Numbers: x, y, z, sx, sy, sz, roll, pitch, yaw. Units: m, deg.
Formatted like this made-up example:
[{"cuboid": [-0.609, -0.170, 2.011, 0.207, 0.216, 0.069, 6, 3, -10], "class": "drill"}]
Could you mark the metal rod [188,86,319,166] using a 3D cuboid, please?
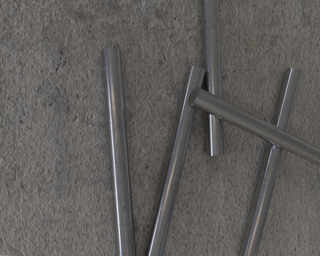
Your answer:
[{"cuboid": [0.174, 0.015, 0.445, 0.302, 0.025, 0.025, 23, 82, -19], "class": "metal rod"}]

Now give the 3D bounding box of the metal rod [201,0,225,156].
[{"cuboid": [0.073, -0.111, 0.435, 0.025, 0.025, 0.298, -3, 91, -20], "class": "metal rod"}]

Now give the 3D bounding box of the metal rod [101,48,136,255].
[{"cuboid": [-0.050, 0.052, 0.390, 0.025, 0.025, 0.298, -5, 92, -20], "class": "metal rod"}]

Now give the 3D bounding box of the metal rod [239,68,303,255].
[{"cuboid": [0.169, 0.053, 0.471, 0.025, 0.025, 0.299, 18, 84, -19], "class": "metal rod"}]

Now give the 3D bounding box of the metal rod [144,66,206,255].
[{"cuboid": [0.016, 0.064, 0.414, 0.025, 0.025, 0.299, 15, 85, -20], "class": "metal rod"}]
